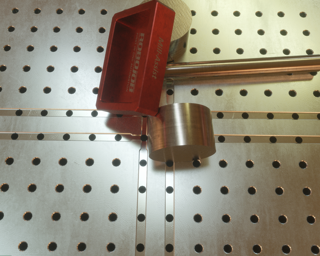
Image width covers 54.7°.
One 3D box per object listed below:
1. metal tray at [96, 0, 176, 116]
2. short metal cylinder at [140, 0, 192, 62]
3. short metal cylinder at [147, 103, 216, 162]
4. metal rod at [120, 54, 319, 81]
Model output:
[{"bbox_3d":[-0.033,-0.082,0.382,0.090,0.030,0.129,6,84,47],"label":"metal tray"},{"bbox_3d":[0.004,-0.144,0.451,0.081,0.050,0.080,0,70,0],"label":"short metal cylinder"},{"bbox_3d":[0.025,0.008,0.380,0.081,0.080,0.050,-3,70,-1],"label":"short metal cylinder"},{"bbox_3d":[0.078,-0.084,0.442,0.302,0.025,0.025,-4,70,-2],"label":"metal rod"}]
